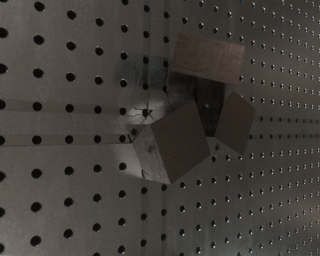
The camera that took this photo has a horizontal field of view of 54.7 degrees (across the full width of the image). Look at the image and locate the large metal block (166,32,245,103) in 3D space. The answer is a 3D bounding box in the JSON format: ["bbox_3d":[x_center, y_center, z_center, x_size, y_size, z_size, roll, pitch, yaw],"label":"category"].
[{"bbox_3d":[0.055,-0.074,0.400,0.080,0.080,0.050,12,80,0],"label":"large metal block"}]

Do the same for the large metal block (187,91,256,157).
[{"bbox_3d":[0.095,-0.009,0.473,0.080,0.050,0.080,31,71,-39],"label":"large metal block"}]

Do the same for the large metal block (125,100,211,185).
[{"bbox_3d":[0.013,0.016,0.406,0.081,0.050,0.080,-30,109,-36],"label":"large metal block"}]
